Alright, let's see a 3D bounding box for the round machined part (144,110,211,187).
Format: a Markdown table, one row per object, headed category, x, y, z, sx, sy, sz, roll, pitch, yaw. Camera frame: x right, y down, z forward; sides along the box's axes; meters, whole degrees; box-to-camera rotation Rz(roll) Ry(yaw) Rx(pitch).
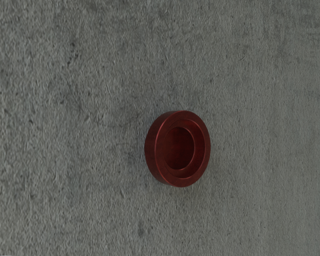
| category | x | y | z | sx | sy | sz | roll | pitch | yaw |
| --- | --- | --- | --- | --- | --- | --- | --- | --- | --- |
| round machined part | 0.019 | 0.026 | 0.408 | 0.099 | 0.042 | 0.097 | 0 | 90 | -40 |
